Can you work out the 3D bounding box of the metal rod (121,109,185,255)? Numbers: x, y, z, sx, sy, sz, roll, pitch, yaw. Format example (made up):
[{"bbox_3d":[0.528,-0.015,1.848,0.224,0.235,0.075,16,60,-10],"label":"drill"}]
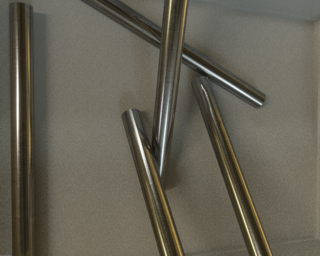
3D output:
[{"bbox_3d":[0.005,0.109,0.332,0.025,0.025,0.299,-8,61,-20],"label":"metal rod"}]

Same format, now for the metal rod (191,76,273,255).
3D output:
[{"bbox_3d":[0.093,0.068,0.378,0.025,0.025,0.299,-7,66,-20],"label":"metal rod"}]

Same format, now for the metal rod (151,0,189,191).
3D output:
[{"bbox_3d":[0.009,-0.055,0.350,0.025,0.025,0.298,-4,116,-20],"label":"metal rod"}]

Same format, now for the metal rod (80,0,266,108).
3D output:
[{"bbox_3d":[0.023,-0.107,0.420,0.301,0.025,0.025,28,81,-18],"label":"metal rod"}]

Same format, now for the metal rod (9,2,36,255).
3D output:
[{"bbox_3d":[-0.156,0.011,0.353,0.025,0.025,0.298,-1,90,-20],"label":"metal rod"}]
